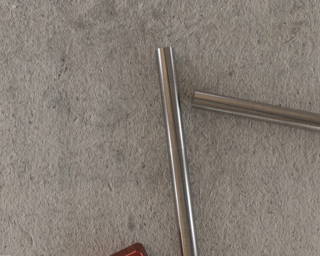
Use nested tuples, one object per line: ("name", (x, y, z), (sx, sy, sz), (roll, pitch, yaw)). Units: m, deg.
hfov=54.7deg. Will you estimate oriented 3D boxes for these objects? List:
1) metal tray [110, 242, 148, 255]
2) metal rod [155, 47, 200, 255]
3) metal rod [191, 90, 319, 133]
("metal tray", (-0.038, 0.231, 0.407), (0.090, 0.030, 0.129), (-26, 90, -1))
("metal rod", (0.024, 0.044, 0.410), (0.025, 0.025, 0.298), (-7, 90, 0))
("metal rod", (0.192, -0.010, 0.412), (0.302, 0.025, 0.025), (11, 90, -1))
